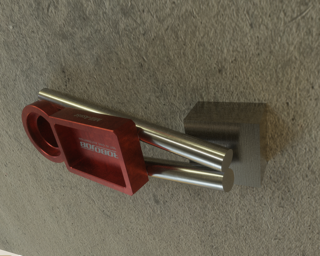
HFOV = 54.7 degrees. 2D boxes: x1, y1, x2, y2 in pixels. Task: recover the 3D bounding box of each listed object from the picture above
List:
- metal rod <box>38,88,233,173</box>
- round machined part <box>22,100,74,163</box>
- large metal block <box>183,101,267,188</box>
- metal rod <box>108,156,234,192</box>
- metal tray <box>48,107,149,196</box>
[{"bbox_3d":[-0.053,-0.008,0.388,0.300,0.025,0.025,19,127,32],"label":"metal rod"},{"bbox_3d":[-0.161,0.001,0.473,0.098,0.042,0.097,21,129,28],"label":"round machined part"},{"bbox_3d":[0.078,0.017,0.358,0.080,0.050,0.079,4,120,26],"label":"large metal block"},{"bbox_3d":[-0.043,0.047,0.417,0.300,0.025,0.025,3,121,41],"label":"metal rod"},{"bbox_3d":[-0.080,0.026,0.395,0.130,0.030,0.089,11,124,37],"label":"metal tray"}]
